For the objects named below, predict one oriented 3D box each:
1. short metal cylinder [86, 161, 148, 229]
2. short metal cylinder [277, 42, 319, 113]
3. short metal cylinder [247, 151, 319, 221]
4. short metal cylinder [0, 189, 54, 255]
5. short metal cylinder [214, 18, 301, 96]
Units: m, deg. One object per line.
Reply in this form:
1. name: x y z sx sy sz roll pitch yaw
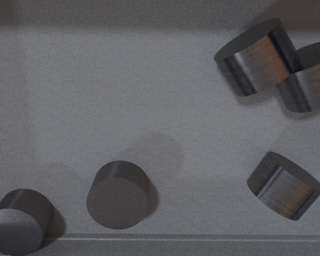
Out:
1. short metal cylinder: -0.056 0.092 0.431 0.081 0.050 0.079 0 110 0
2. short metal cylinder: 0.178 -0.061 0.361 0.080 0.080 0.050 -28 108 9
3. short metal cylinder: 0.165 0.075 0.411 0.080 0.080 0.050 27 108 -10
4. short metal cylinder: -0.201 0.135 0.446 0.081 0.050 0.079 0 110 0
5. short metal cylinder: 0.109 -0.080 0.353 0.080 0.080 0.050 -32 107 11
